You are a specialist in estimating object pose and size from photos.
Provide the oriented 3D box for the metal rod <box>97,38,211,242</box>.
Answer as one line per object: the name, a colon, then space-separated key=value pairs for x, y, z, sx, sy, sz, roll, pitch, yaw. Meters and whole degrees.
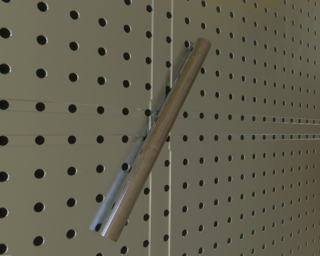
metal rod: x=0.002 y=0.000 z=0.409 sx=0.025 sy=0.025 sz=0.300 roll=40 pitch=66 yaw=-33
